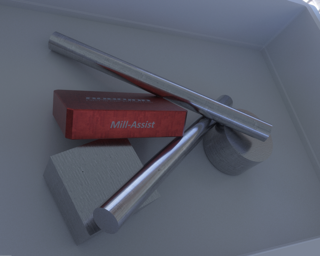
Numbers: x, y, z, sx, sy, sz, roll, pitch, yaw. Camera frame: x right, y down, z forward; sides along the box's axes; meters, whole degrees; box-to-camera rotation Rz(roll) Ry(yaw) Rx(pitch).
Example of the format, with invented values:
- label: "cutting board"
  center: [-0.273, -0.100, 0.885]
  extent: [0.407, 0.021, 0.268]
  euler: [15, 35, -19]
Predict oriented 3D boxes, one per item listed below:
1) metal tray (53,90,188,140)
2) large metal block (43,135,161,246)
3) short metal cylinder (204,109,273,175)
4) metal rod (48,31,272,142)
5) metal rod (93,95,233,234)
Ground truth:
- label: "metal tray"
  center: [-0.047, -0.017, 0.351]
  extent: [0.131, 0.030, 0.090]
  euler: [-1, 18, -27]
- label: "large metal block"
  center: [-0.060, 0.059, 0.316]
  extent: [0.081, 0.050, 0.080]
  euler: [-21, 73, -36]
- label: "short metal cylinder"
  center: [0.109, 0.020, 0.435]
  extent: [0.081, 0.050, 0.080]
  euler: [14, 56, -21]
- label: "metal rod"
  center: [0.000, -0.054, 0.400]
  extent: [0.301, 0.025, 0.025]
  euler: [24, 52, 1]
- label: "metal rod"
  center: [0.029, 0.017, 0.364]
  extent: [0.025, 0.025, 0.302]
  euler: [47, 37, 4]
